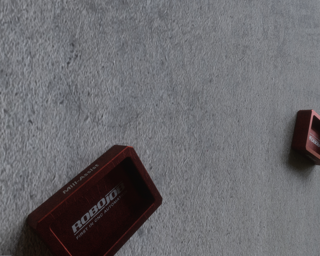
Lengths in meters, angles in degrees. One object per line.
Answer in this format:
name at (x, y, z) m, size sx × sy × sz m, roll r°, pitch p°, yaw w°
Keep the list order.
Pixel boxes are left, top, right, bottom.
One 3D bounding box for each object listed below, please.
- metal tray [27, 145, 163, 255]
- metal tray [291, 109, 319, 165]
metal tray at (-0.065, 0.091, 0.346) m, size 0.131 × 0.030 × 0.090 m, roll -41°, pitch 115°, yaw -32°
metal tray at (0.344, 0.024, 0.688) m, size 0.131 × 0.030 × 0.090 m, roll 26°, pitch 74°, yaw -37°
